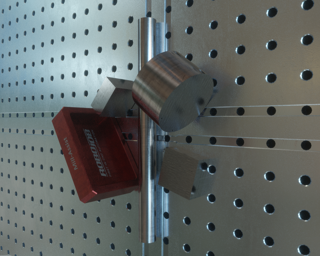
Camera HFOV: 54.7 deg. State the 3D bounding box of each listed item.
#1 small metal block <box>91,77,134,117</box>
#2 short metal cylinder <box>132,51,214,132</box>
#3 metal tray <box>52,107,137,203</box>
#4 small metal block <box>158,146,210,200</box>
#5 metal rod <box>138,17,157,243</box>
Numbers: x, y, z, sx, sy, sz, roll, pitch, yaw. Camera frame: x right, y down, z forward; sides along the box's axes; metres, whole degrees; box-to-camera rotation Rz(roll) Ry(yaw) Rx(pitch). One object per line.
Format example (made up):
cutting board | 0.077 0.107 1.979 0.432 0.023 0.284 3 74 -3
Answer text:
small metal block | -0.062 -0.043 0.441 0.025 0.050 0.050 49 119 28
short metal cylinder | 0.015 -0.042 0.359 0.050 0.081 0.080 45 117 30
metal tray | -0.087 0.033 0.435 0.030 0.091 0.130 -40 66 33
small metal block | 0.029 0.054 0.385 0.050 0.025 0.050 19 102 38
metal rod | -0.017 0.003 0.421 0.025 0.025 0.298 0 90 39
